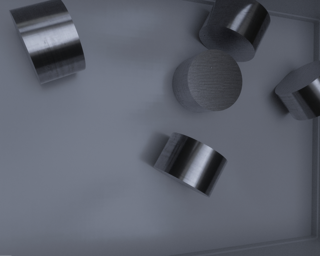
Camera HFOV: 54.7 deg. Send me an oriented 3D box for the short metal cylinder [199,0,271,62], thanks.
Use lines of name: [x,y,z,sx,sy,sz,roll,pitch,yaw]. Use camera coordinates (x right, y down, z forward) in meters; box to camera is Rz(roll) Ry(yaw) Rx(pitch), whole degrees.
short metal cylinder: [0.100,-0.133,0.420,0.080,0.080,0.050,31,80,-18]

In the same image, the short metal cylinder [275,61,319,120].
short metal cylinder: [0.224,-0.056,0.466,0.080,0.080,0.050,-44,104,-15]

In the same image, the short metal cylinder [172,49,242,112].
short metal cylinder: [0.063,-0.062,0.422,0.081,0.050,0.079,0,90,-21]

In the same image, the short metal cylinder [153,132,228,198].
short metal cylinder: [0.039,0.047,0.397,0.080,0.080,0.050,32,80,-18]

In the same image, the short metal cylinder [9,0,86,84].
short metal cylinder: [-0.121,-0.094,0.337,0.050,0.080,0.080,-24,98,-19]
